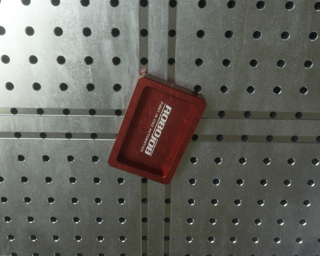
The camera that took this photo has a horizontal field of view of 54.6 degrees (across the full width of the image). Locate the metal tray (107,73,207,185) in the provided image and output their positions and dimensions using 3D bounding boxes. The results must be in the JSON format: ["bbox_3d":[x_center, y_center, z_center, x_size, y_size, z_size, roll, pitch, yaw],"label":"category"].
[{"bbox_3d":[-0.006,0.003,0.411,0.090,0.030,0.129,20,109,-8],"label":"metal tray"}]
